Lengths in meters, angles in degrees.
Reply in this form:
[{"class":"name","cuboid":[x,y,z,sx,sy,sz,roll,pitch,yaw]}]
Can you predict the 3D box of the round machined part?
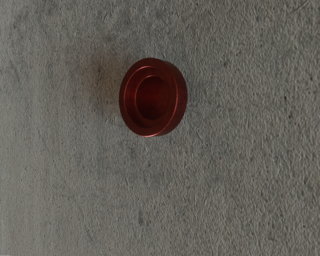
[{"class":"round machined part","cuboid":[-0.004,-0.038,0.398,0.098,0.042,0.097,0,90,40]}]
